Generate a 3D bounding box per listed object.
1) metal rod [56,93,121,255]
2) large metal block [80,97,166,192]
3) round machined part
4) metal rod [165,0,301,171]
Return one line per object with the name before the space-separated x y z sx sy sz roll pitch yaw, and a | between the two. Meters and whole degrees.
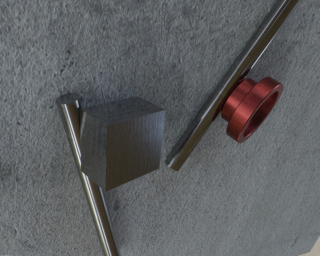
metal rod | -0.087 0.091 0.416 0.025 0.025 0.298 -19 126 -18
large metal block | -0.043 0.015 0.360 0.081 0.050 0.079 -18 124 -41
round machined part | 0.123 -0.030 0.430 0.098 0.042 0.098 -40 154 -24
metal rod | 0.099 -0.066 0.422 0.025 0.025 0.299 25 104 -37
